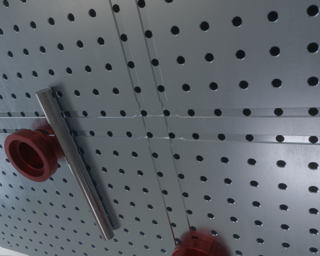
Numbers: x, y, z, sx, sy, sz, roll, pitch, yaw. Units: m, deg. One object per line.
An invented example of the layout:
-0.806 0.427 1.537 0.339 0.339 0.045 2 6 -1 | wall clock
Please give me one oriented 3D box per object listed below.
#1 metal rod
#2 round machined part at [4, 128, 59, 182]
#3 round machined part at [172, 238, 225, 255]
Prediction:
-0.137 0.074 0.529 0.025 0.025 0.298 -3 117 29 | metal rod
-0.218 0.043 0.542 0.098 0.042 0.097 13 124 21 | round machined part
0.063 0.234 0.512 0.098 0.042 0.097 13 124 21 | round machined part
